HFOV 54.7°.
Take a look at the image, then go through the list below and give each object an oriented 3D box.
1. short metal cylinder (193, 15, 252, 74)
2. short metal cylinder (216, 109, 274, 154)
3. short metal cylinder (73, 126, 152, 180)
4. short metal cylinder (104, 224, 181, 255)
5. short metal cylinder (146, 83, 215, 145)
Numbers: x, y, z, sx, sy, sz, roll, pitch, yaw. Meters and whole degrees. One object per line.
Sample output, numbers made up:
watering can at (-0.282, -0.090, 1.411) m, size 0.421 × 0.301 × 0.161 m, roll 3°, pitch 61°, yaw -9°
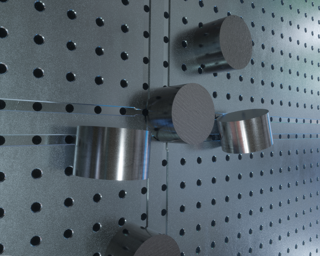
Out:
short metal cylinder at (0.098, -0.127, 0.477) m, size 0.081 × 0.050 × 0.079 m, roll 0°, pitch 90°, yaw -40°
short metal cylinder at (0.133, 0.004, 0.488) m, size 0.081 × 0.080 × 0.050 m, roll -21°, pitch 104°, yaw -38°
short metal cylinder at (-0.050, 0.026, 0.333) m, size 0.081 × 0.080 × 0.050 m, roll 7°, pitch 86°, yaw -40°
short metal cylinder at (-0.021, 0.164, 0.378) m, size 0.081 × 0.050 × 0.079 m, roll 0°, pitch 90°, yaw -40°
short metal cylinder at (0.029, -0.019, 0.419) m, size 0.081 × 0.050 × 0.079 m, roll 0°, pitch 90°, yaw -40°
